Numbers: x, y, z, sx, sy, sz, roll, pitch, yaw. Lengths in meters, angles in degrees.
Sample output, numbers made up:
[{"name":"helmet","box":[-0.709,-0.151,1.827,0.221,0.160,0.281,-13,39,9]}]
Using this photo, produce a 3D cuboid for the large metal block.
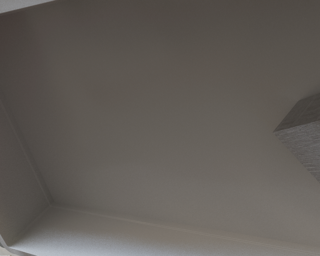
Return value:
[{"name":"large metal block","box":[0.170,0.010,0.286,0.080,0.050,0.080,46,161,-4]}]
